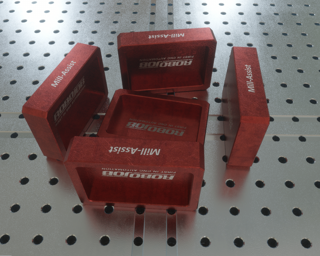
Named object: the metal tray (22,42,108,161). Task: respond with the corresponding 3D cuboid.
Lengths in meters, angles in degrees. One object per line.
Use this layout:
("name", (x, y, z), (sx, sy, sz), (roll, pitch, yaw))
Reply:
("metal tray", (-0.111, -0.035, 0.394), (0.030, 0.090, 0.130), (14, 51, 12))

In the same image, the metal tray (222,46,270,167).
("metal tray", (0.103, -0.029, 0.390), (0.030, 0.090, 0.130), (4, 50, 3))

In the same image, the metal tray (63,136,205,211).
("metal tray", (-0.023, 0.050, 0.324), (0.131, 0.090, 0.030), (3, 50, 3))

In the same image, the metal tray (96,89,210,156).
("metal tray", (-0.005, -0.003, 0.406), (0.131, 0.030, 0.090), (9, 50, 7))

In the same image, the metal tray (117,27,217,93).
("metal tray", (0.009, -0.093, 0.443), (0.131, 0.090, 0.030), (-5, 50, -4))
